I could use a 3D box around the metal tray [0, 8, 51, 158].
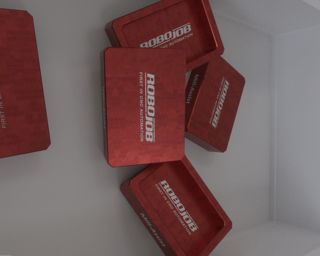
[{"bbox_3d":[-0.155,-0.038,0.274,0.091,0.030,0.129,-11,97,-39],"label":"metal tray"}]

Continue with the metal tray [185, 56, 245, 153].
[{"bbox_3d":[0.078,-0.038,0.469,0.090,0.030,0.130,30,71,-36],"label":"metal tray"}]

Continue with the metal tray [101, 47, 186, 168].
[{"bbox_3d":[-0.019,-0.025,0.354,0.091,0.030,0.129,-4,102,-18],"label":"metal tray"}]

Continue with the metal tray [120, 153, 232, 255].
[{"bbox_3d":[0.023,0.099,0.391,0.091,0.030,0.130,-34,89,-35],"label":"metal tray"}]

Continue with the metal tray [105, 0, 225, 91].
[{"bbox_3d":[0.010,-0.110,0.386,0.131,0.030,0.090,-29,110,-18],"label":"metal tray"}]
